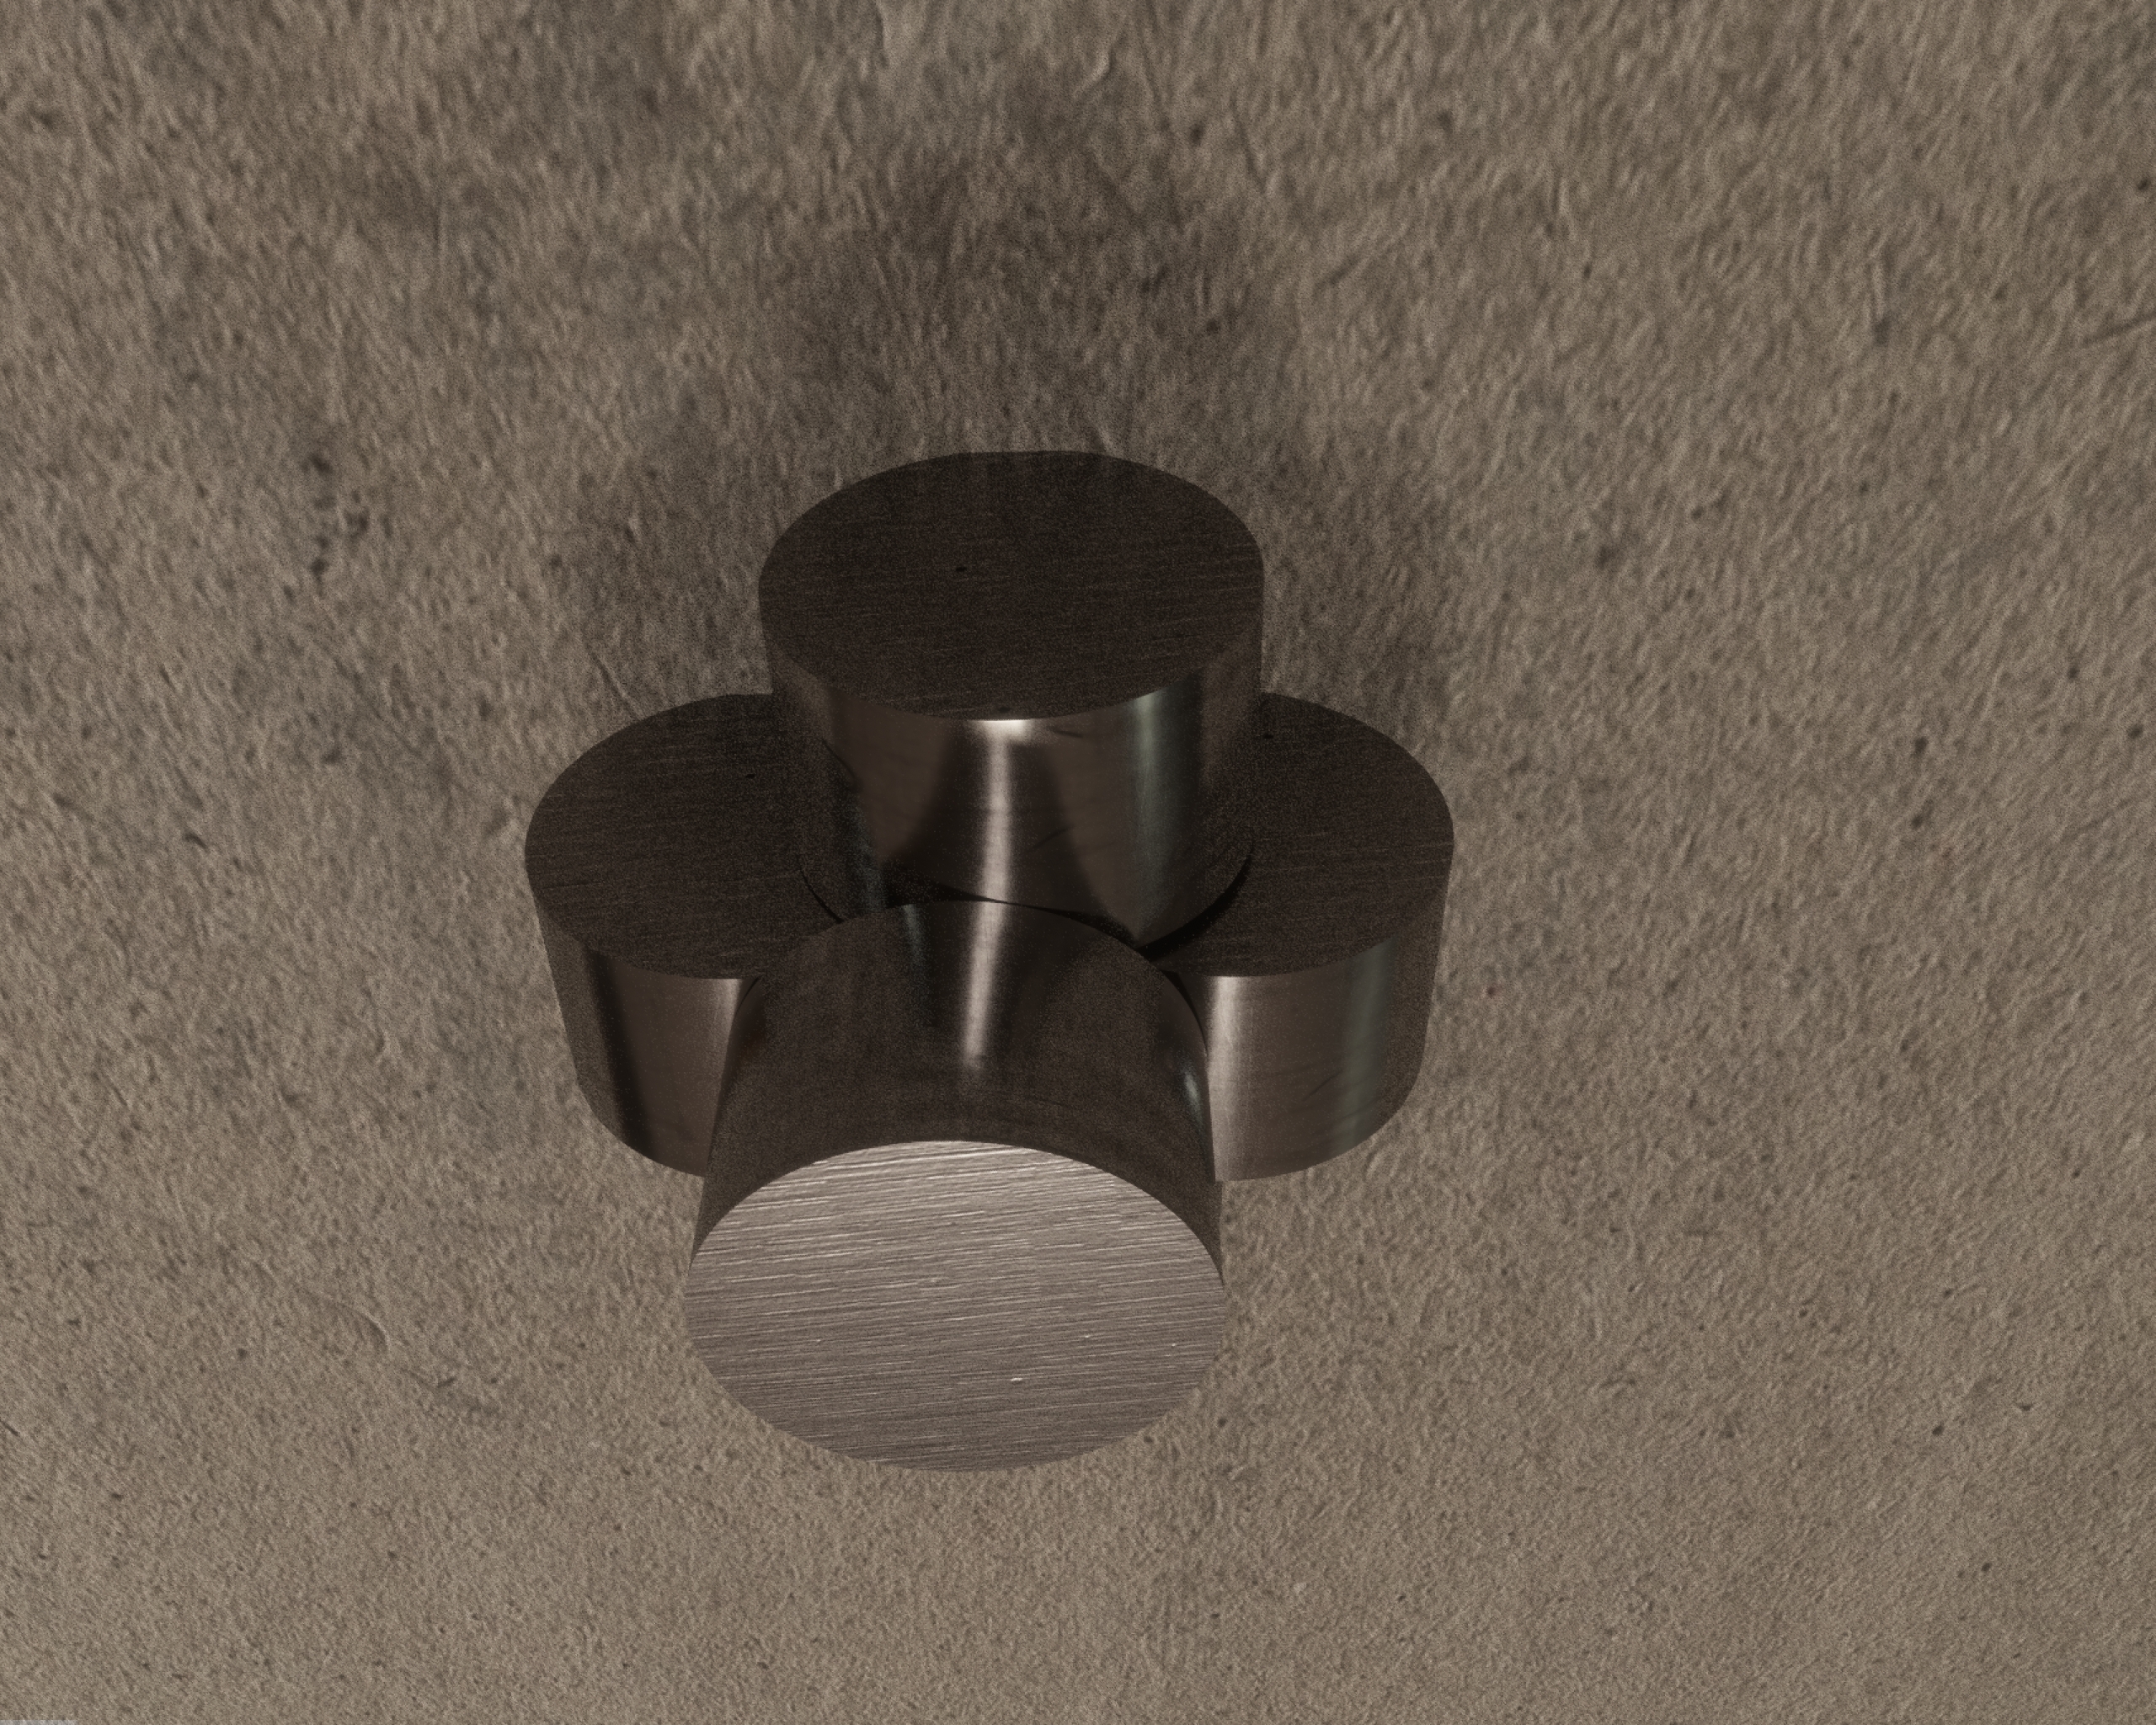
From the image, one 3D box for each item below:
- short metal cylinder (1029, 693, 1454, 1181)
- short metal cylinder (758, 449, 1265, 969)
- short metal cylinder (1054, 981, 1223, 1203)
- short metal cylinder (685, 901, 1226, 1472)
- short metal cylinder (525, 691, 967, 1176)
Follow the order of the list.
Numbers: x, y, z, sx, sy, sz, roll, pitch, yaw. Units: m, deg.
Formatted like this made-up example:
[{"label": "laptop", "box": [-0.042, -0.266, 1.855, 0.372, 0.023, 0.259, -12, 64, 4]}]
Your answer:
[{"label": "short metal cylinder", "box": [0.026, 0.012, 0.383, 0.081, 0.080, 0.050, 0, 130, 0]}, {"label": "short metal cylinder", "box": [-0.010, -0.027, 0.349, 0.081, 0.080, 0.050, -1, 130, 0]}, {"label": "short metal cylinder", "box": [-0.011, 0.050, 0.415, 0.081, 0.080, 0.050, 0, 130, -1]}, {"label": "short metal cylinder", "box": [-0.018, 0.052, 0.331, 0.081, 0.050, 0.079, 0, 130, 0]}, {"label": "short metal cylinder", "box": [-0.056, 0.012, 0.382, 0.081, 0.080, 0.050, -1, 130, 0]}]
